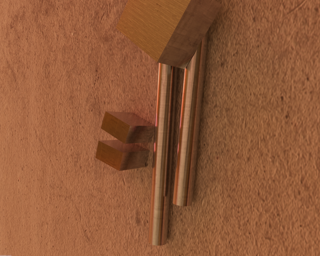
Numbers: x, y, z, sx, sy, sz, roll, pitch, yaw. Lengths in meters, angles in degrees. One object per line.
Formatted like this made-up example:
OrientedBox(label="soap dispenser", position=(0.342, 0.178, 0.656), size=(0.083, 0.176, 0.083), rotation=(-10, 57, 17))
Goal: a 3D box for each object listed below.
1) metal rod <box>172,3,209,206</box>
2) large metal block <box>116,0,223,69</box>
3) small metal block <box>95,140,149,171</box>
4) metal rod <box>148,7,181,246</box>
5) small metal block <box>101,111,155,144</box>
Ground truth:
OrientedBox(label="metal rod", position=(0.040, -0.056, 0.370), size=(0.025, 0.025, 0.298), rotation=(8, 95, 39))
OrientedBox(label="large metal block", position=(0.008, -0.124, 0.347), size=(0.080, 0.050, 0.080), rotation=(45, 117, 30))
OrientedBox(label="small metal block", position=(-0.052, 0.036, 0.429), size=(0.050, 0.050, 0.025), rotation=(21, 103, 38))
OrientedBox(label="metal rod", position=(0.006, 0.000, 0.398), size=(0.025, 0.025, 0.298), rotation=(6, 94, 39))
OrientedBox(label="small metal block", position=(-0.043, -0.001, 0.422), size=(0.050, 0.050, 0.025), rotation=(29, 108, 36))
